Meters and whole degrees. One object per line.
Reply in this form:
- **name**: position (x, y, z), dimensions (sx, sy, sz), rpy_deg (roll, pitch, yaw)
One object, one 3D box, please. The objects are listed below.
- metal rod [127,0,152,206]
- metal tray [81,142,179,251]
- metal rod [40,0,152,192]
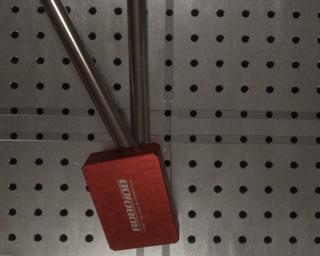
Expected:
- **metal rod**: position (-0.027, -0.024, 0.413), dimensions (0.025, 0.025, 0.298), rpy_deg (-2, 90, -1)
- **metal tray**: position (-0.032, 0.088, 0.382), dimensions (0.090, 0.030, 0.129), rpy_deg (-10, 112, 7)
- **metal rod**: position (-0.085, -0.058, 0.398), dimensions (0.025, 0.025, 0.299), rpy_deg (-28, 85, 0)
